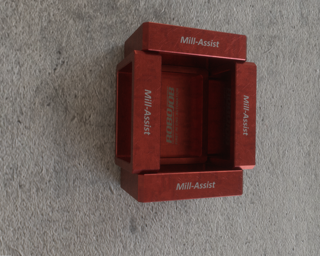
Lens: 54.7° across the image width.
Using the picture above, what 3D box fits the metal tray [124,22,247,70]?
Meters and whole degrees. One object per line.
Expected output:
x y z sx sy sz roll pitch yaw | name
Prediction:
0.029 -0.096 0.387 0.131 0.090 0.030 1 90 -20 | metal tray

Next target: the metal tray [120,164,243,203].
0.024 0.064 0.385 0.131 0.090 0.030 1 90 -20 | metal tray

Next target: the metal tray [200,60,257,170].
0.086 -0.015 0.408 0.030 0.090 0.129 1 90 -20 | metal tray

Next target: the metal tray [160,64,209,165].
0.018 -0.017 0.415 0.091 0.030 0.129 1 90 -21 | metal tray

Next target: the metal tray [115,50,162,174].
-0.028 -0.017 0.365 0.030 0.090 0.129 1 90 -20 | metal tray
